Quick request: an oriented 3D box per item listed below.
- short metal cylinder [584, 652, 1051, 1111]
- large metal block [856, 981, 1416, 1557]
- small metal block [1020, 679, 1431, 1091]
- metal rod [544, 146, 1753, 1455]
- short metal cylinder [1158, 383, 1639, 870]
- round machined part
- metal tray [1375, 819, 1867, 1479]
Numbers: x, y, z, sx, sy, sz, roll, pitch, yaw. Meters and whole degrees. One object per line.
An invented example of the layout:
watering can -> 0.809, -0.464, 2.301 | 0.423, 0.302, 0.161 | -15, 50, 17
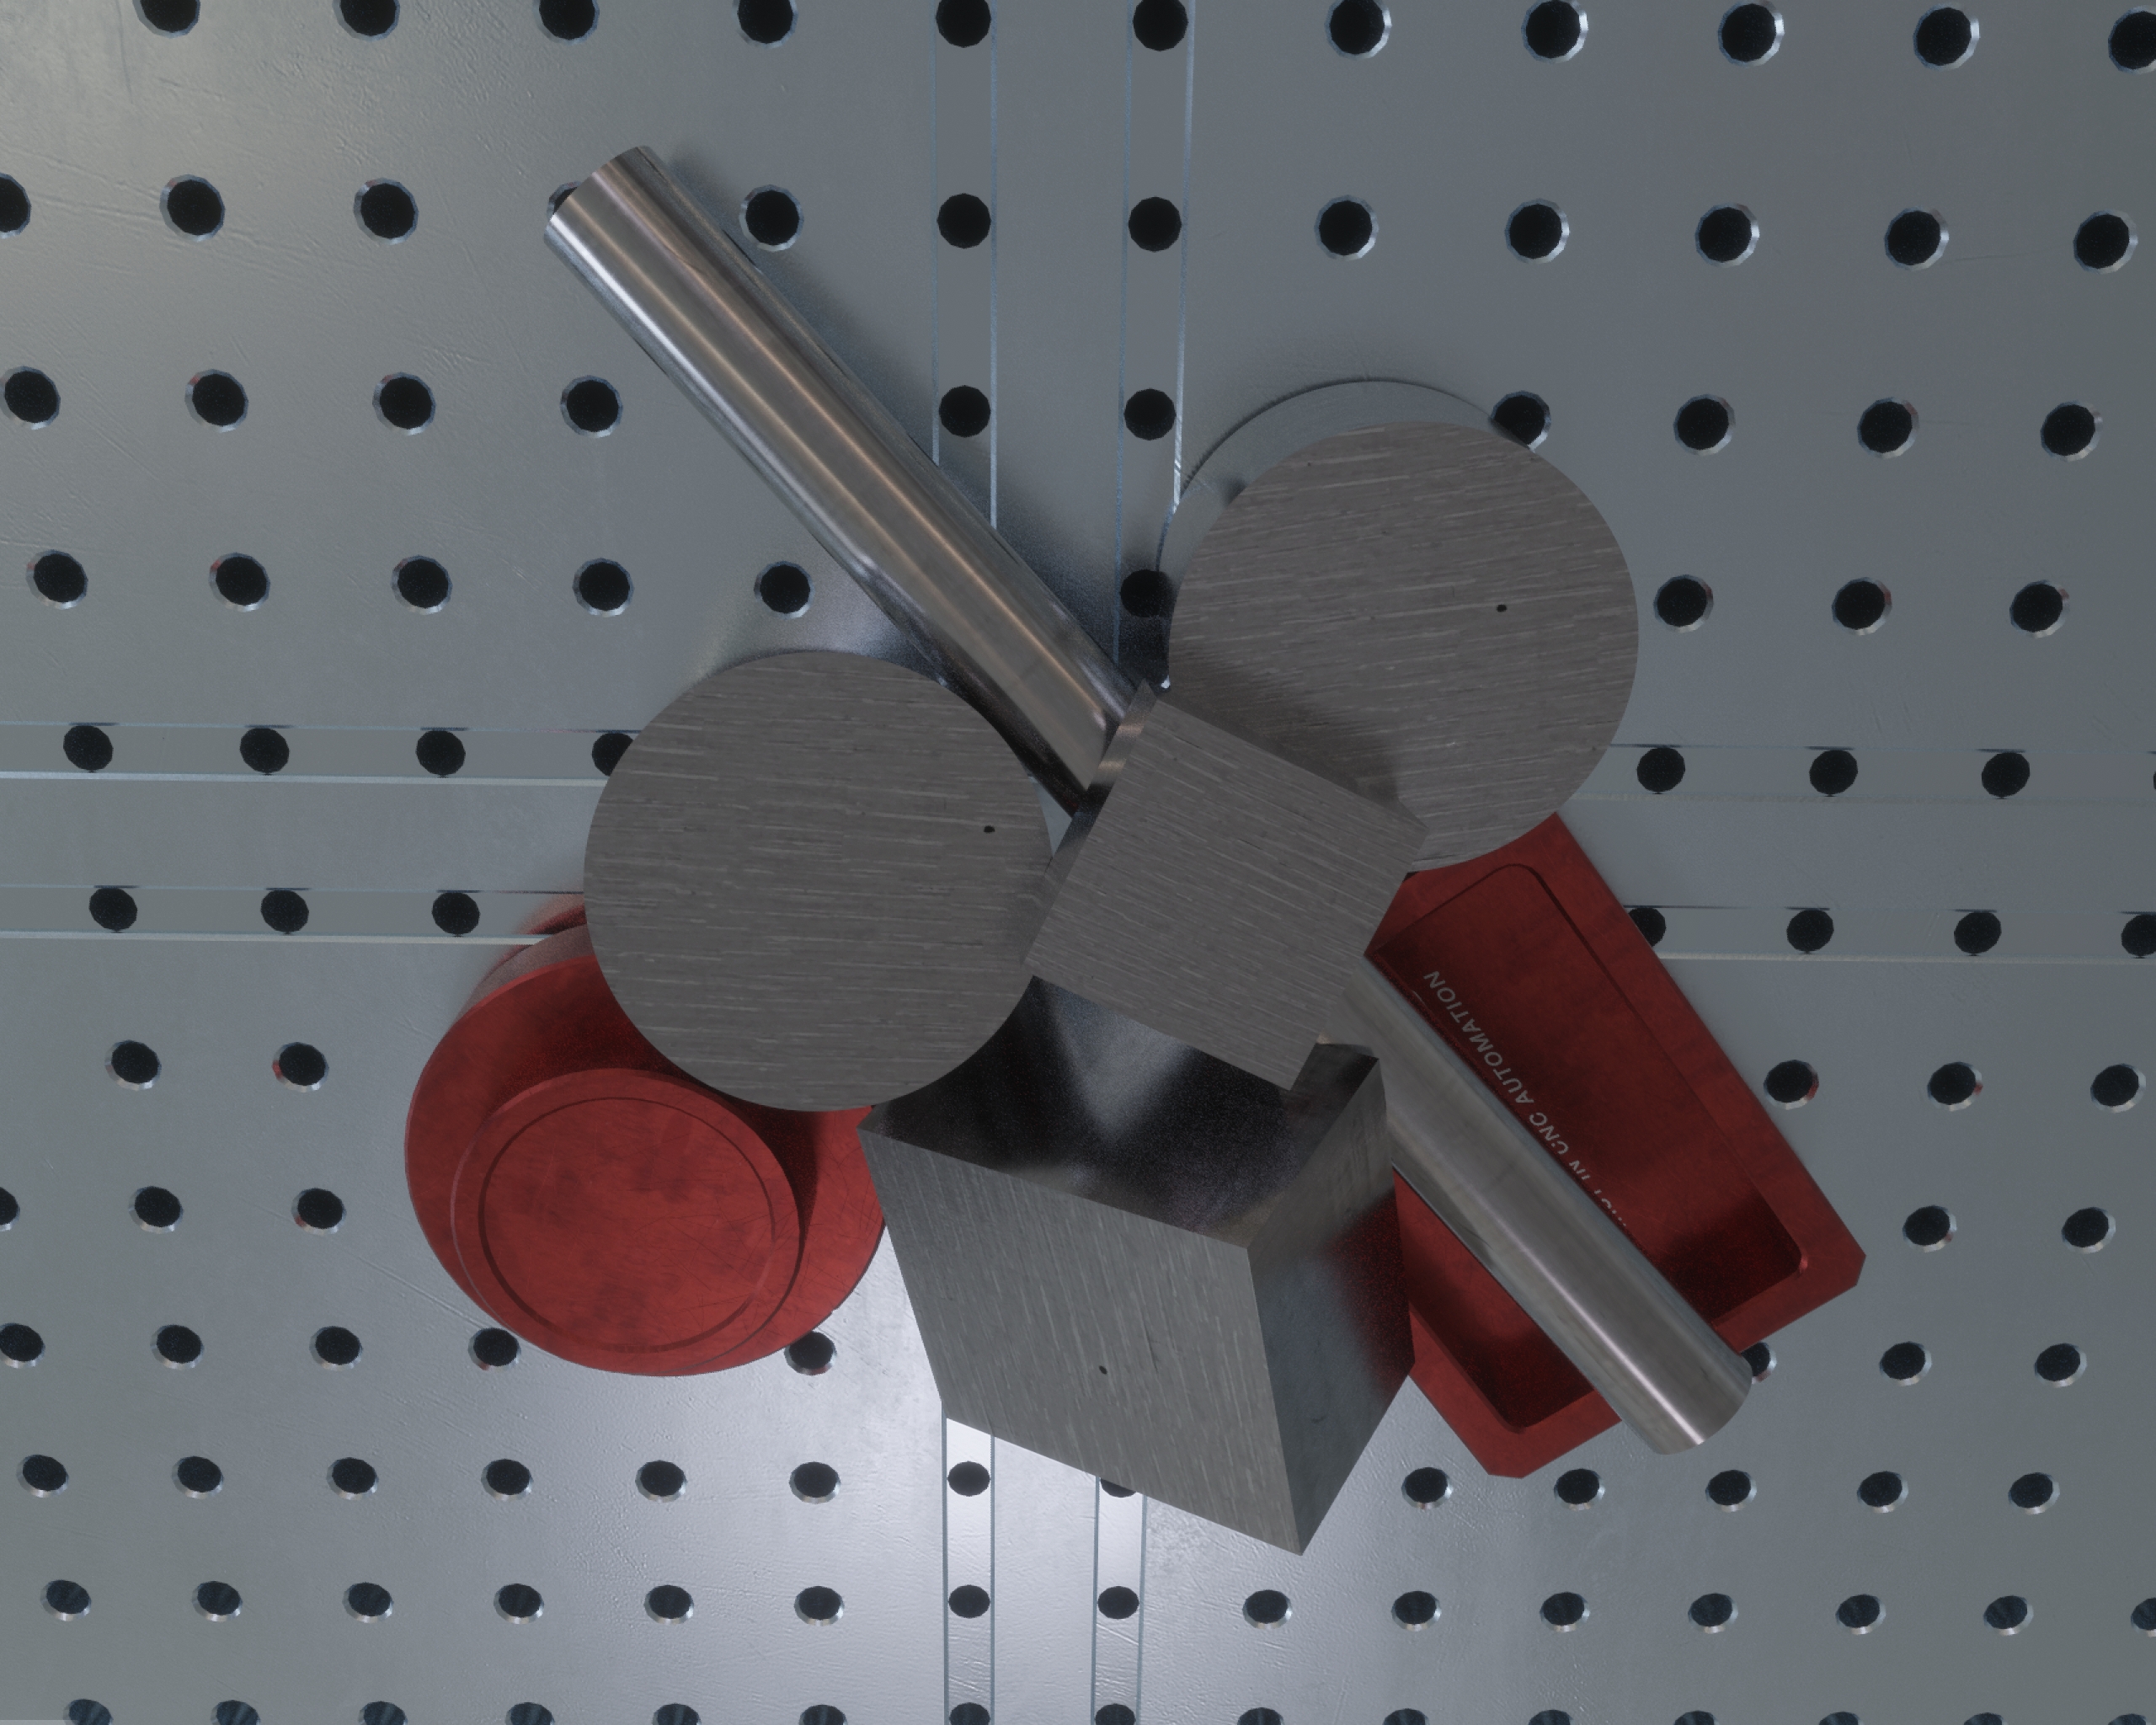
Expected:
short metal cylinder -> -0.048, 0.002, 0.385 | 0.081, 0.050, 0.079 | -1, 94, -8
large metal block -> 0.013, 0.073, 0.395 | 0.080, 0.050, 0.080 | 12, 131, 31
small metal block -> 0.023, 0.003, 0.354 | 0.050, 0.025, 0.050 | 25, 100, -9
metal rod -> 0.017, -0.007, 0.381 | 0.025, 0.025, 0.300 | -41, 96, 13
short metal cylinder -> 0.056, -0.044, 0.381 | 0.081, 0.050, 0.079 | 0, 110, 0
round machined part -> -0.087, 0.064, 0.422 | 0.099, 0.042, 0.097 | 0, 110, 0
metal tray -> 0.088, 0.055, 0.427 | 0.090, 0.030, 0.130 | -35, 107, 11
